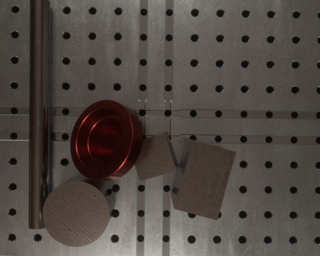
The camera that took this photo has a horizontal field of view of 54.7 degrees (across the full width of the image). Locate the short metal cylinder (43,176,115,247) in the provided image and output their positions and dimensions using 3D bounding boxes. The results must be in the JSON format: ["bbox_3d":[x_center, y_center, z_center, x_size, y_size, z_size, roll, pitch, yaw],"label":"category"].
[{"bbox_3d":[-0.102,0.104,0.400,0.081,0.050,0.079,0,90,-1],"label":"short metal cylinder"}]

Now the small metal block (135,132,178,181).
[{"bbox_3d":[-0.008,0.037,0.409,0.050,0.025,0.050,-18,90,11],"label":"small metal block"}]

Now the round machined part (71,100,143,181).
[{"bbox_3d":[-0.062,0.017,0.389,0.098,0.042,0.098,-8,74,29],"label":"round machined part"}]

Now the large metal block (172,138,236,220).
[{"bbox_3d":[0.050,0.058,0.387,0.050,0.080,0.080,15,90,-1],"label":"large metal block"}]

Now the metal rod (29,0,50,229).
[{"bbox_3d":[-0.160,-0.019,0.411,0.025,0.025,0.298,0,90,-1],"label":"metal rod"}]
